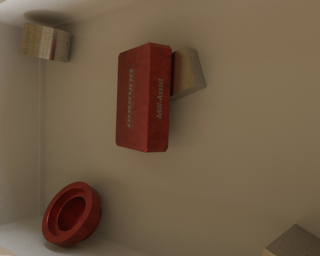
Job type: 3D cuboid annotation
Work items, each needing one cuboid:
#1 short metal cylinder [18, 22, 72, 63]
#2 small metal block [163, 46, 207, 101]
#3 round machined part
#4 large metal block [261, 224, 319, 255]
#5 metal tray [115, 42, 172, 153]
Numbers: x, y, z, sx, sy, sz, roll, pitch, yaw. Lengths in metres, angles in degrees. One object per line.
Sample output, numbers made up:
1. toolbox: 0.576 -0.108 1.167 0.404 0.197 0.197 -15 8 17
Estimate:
1. short metal cylinder: -0.195 -0.145 0.529 0.080 0.081 0.050 20 103 38
2. small metal block: 0.025 -0.066 0.385 0.050 0.025 0.050 -22 76 37
3. round machined part: -0.131 0.136 0.481 0.098 0.042 0.098 -21 44 22
4. large metal block: 0.131 0.135 0.262 0.080 0.081 0.050 28 108 36
5. metal tray: -0.024 -0.037 0.404 0.090 0.030 0.129 5 93 58
